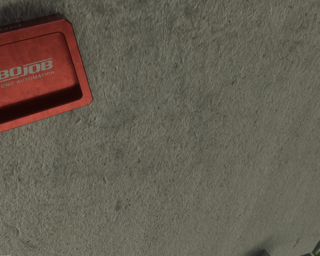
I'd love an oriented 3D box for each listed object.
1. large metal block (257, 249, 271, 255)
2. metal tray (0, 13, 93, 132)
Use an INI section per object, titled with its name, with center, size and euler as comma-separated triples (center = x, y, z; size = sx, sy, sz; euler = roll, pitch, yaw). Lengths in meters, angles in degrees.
[large metal block]
center = 0.246, 0.349, 0.722
size = 0.080, 0.080, 0.050
euler = -36, 129, -4
[metal tray]
center = -0.140, -0.048, 0.296
size = 0.131, 0.030, 0.089
euler = -20, 126, -17
